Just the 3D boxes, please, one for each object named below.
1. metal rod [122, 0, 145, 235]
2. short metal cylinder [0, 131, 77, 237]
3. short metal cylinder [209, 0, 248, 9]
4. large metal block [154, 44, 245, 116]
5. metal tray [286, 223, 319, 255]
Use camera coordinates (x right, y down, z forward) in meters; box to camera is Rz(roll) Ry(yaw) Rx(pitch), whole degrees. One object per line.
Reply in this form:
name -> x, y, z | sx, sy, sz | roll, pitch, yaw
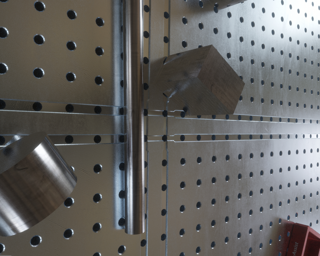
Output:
metal rod -> -0.032, -0.021, 0.383 | 0.025, 0.025, 0.298 | -1, 91, -40
short metal cylinder -> -0.122, 0.046, 0.272 | 0.080, 0.080, 0.050 | -42, 116, -32
short metal cylinder -> 0.112, -0.236, 0.489 | 0.081, 0.050, 0.079 | 0, 90, -40
large metal block -> 0.054, -0.060, 0.420 | 0.080, 0.080, 0.050 | 38, 66, -34
metal tray -> 0.309, 0.283, 0.670 | 0.090, 0.030, 0.130 | 36, 68, -34
